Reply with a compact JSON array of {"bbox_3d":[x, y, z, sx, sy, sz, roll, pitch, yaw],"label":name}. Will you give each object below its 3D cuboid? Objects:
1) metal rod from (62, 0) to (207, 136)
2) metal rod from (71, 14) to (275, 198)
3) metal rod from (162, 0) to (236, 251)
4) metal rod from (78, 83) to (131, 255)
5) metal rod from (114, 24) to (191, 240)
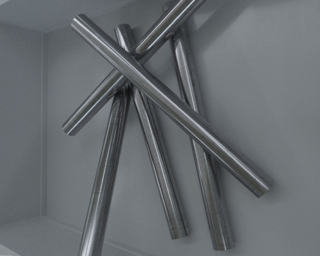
[{"bbox_3d":[-0.039,-0.081,0.401,0.299,0.025,0.025,-40,66,30],"label":"metal rod"},{"bbox_3d":[0.003,-0.036,0.356,0.300,0.025,0.025,43,117,15],"label":"metal rod"},{"bbox_3d":[0.044,-0.011,0.370,0.025,0.025,0.299,-19,78,38],"label":"metal rod"},{"bbox_3d":[-0.068,0.067,0.380,0.025,0.025,0.300,-18,53,38],"label":"metal rod"},{"bbox_3d":[-0.014,-0.005,0.418,0.025,0.025,0.299,-26,74,37],"label":"metal rod"}]
